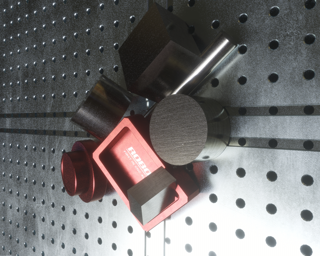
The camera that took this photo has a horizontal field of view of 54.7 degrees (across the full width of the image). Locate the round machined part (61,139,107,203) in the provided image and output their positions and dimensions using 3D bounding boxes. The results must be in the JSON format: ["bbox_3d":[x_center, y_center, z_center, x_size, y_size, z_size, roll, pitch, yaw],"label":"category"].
[{"bbox_3d":[-0.124,0.068,0.483,0.098,0.042,0.097,14,107,54],"label":"round machined part"}]

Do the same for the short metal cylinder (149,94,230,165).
[{"bbox_3d":[0.034,0.002,0.364,0.080,0.050,0.079,0,90,40],"label":"short metal cylinder"}]

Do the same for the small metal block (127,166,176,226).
[{"bbox_3d":[-0.009,0.080,0.362,0.025,0.050,0.050,41,150,30],"label":"small metal block"}]

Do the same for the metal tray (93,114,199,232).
[{"bbox_3d":[-0.022,0.058,0.406,0.090,0.030,0.130,-45,76,31],"label":"metal tray"}]

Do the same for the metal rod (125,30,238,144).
[{"bbox_3d":[-0.013,-0.009,0.422,0.299,0.025,0.025,-45,63,31],"label":"metal rod"}]

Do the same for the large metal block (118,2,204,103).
[{"bbox_3d":[-0.003,-0.091,0.380,0.080,0.050,0.080,-44,44,31],"label":"large metal block"}]

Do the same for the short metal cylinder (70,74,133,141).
[{"bbox_3d":[-0.082,-0.029,0.434,0.080,0.050,0.080,-49,18,22],"label":"short metal cylinder"}]
